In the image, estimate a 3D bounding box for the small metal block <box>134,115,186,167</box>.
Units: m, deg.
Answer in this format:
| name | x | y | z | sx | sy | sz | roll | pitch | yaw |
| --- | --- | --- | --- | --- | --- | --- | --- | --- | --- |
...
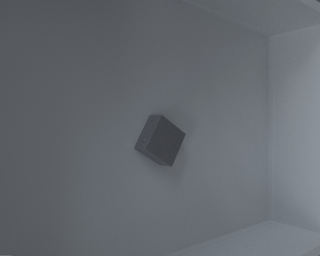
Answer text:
| name | x | y | z | sx | sy | sz | roll | pitch | yaw |
| --- | --- | --- | --- | --- | --- | --- | --- | --- | --- |
| small metal block | 0.001 | 0.017 | 0.410 | 0.050 | 0.025 | 0.050 | 38 | 67 | -34 |
